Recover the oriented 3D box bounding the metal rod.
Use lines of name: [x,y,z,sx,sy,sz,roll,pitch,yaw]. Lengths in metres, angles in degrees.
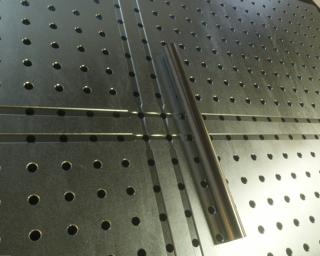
metal rod: [0.054,0.004,0.436,0.025,0.025,0.299,-3,63,-30]
